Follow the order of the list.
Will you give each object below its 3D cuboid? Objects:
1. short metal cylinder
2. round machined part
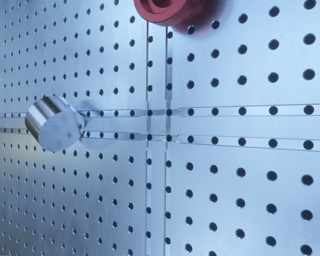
[{"bbox_3d":[-0.175,-0.007,0.518,0.050,0.081,0.079,40,114,33],"label":"short metal cylinder"},{"bbox_3d":[0.016,-0.176,0.386,0.098,0.042,0.097,0,90,40],"label":"round machined part"}]
